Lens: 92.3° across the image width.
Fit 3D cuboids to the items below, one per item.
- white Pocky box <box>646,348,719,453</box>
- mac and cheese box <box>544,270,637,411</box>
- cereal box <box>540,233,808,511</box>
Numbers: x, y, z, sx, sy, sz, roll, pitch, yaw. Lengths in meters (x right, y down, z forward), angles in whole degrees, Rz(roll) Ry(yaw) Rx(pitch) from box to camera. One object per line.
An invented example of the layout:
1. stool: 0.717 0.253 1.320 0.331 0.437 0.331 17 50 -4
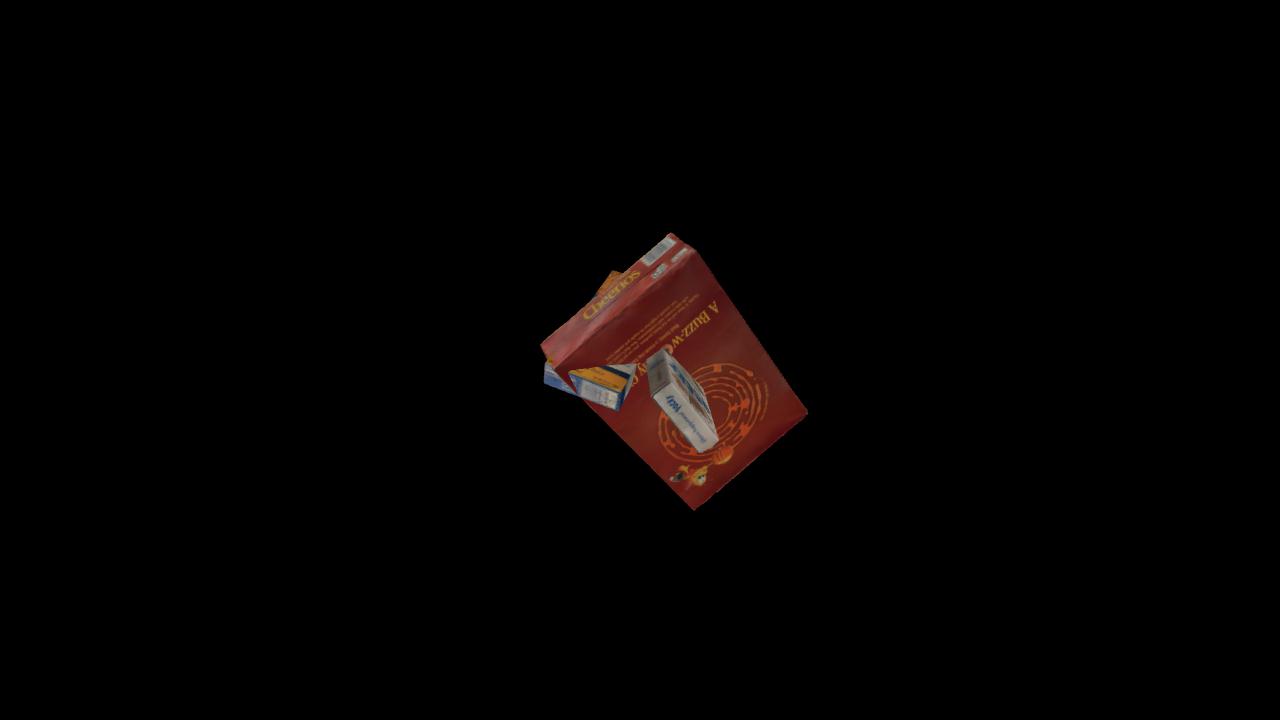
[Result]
1. white Pocky box: 0.041 0.030 0.666 0.028 0.084 0.154 -37 18 11
2. mac and cheese box: -0.030 -0.029 0.723 0.093 0.041 0.184 19 47 10
3. cereal box: 0.053 0.027 0.756 0.306 0.203 0.081 48 1 -33
